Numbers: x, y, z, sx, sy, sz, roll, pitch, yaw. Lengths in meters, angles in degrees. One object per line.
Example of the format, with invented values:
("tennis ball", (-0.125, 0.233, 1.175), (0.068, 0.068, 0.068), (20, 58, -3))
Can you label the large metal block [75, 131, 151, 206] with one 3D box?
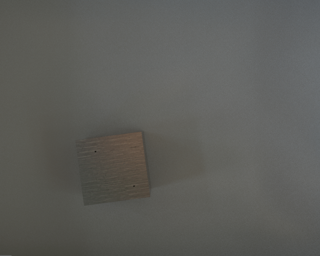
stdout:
("large metal block", (-0.057, 0.049, 0.399), (0.080, 0.050, 0.080), (-8, 90, 0))
